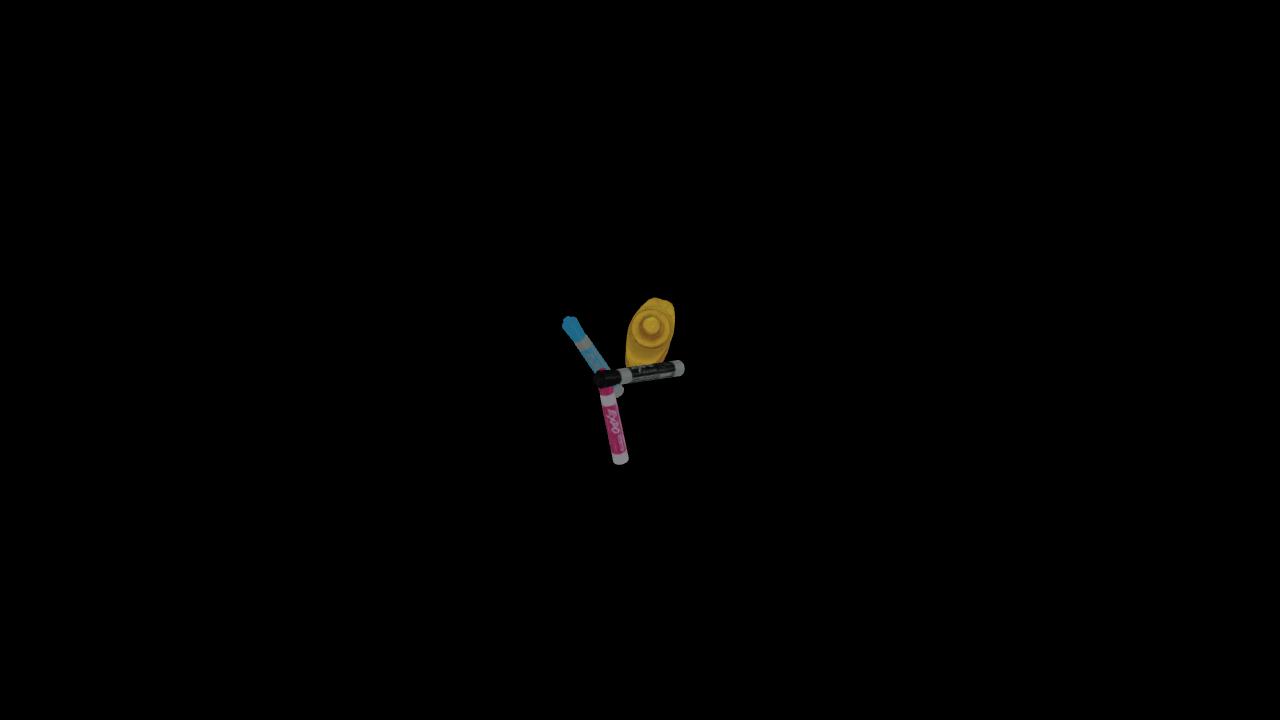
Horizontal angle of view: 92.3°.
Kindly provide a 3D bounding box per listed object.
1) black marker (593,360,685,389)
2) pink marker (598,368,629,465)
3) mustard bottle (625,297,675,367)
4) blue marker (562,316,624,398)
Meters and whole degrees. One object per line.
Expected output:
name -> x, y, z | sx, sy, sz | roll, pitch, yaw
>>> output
black marker -> 0.000, 0.015, 0.661 | 0.121, 0.020, 0.020 | -7, 5, -41
pink marker -> -0.031, 0.064, 0.689 | 0.020, 0.121, 0.020 | -8, 27, 4
mustard bottle -> 0.011, -0.027, 0.721 | 0.054, 0.092, 0.184 | 27, -6, 3
blue marker -> -0.053, -0.003, 0.696 | 0.020, 0.020, 0.121 | 0, -44, 37
